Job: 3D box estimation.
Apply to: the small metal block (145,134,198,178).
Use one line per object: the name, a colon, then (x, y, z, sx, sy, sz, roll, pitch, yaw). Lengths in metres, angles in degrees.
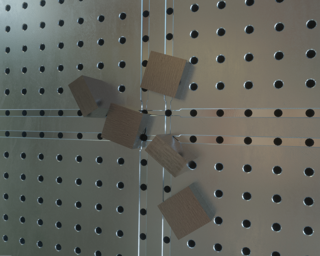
small metal block: (0.015, 0.033, 0.393, 0.050, 0.050, 0.025, 41, 103, 15)

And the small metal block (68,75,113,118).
small metal block: (-0.093, -0.042, 0.431, 0.025, 0.050, 0.050, -31, 80, 17)

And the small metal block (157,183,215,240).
small metal block: (0.034, 0.107, 0.400, 0.050, 0.025, 0.050, -36, 79, 16)

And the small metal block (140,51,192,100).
small metal block: (0.008, -0.069, 0.409, 0.050, 0.025, 0.050, 19, 96, 18)

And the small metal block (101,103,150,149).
small metal block: (-0.048, -0.003, 0.428, 0.050, 0.025, 0.050, 20, 96, 18)
